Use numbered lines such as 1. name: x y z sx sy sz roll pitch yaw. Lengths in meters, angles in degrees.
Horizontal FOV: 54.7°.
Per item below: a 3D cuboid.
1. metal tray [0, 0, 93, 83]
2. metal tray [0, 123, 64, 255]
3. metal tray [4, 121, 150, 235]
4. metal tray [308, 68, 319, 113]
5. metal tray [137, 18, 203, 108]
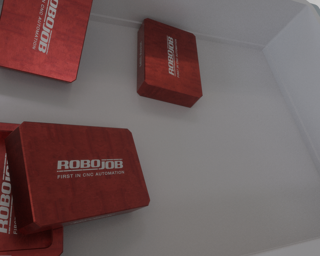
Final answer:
1. metal tray: -0.133 -0.125 0.363 0.091 0.030 0.129 12 92 -22
2. metal tray: -0.140 0.059 0.290 0.091 0.030 0.130 6 59 -25
3. metal tray: -0.074 0.044 0.303 0.131 0.030 0.090 5 62 -49
4. metal tray: 0.363 -0.056 0.634 0.091 0.030 0.130 14 56 -20
5. metal tray: 0.013 -0.100 0.470 0.091 0.030 0.130 12 57 -22
